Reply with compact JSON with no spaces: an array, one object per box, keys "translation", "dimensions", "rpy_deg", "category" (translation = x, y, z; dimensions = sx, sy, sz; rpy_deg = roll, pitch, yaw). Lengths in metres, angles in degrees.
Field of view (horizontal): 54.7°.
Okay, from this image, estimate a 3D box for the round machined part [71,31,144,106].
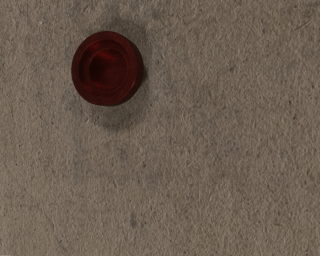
[{"translation":[-0.067,-0.078,0.422],"dimensions":[0.098,0.042,0.097],"rpy_deg":[0,90,19],"category":"round machined part"}]
